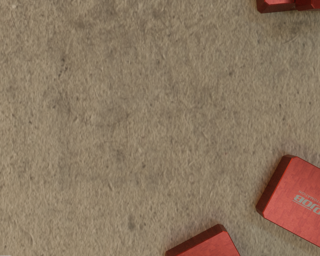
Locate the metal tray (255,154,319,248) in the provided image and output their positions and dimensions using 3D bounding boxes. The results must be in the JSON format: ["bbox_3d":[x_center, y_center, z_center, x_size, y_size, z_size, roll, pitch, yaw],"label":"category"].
[{"bbox_3d":[0.207,0.104,0.410,0.130,0.030,0.090,28,90,-1],"label":"metal tray"}]

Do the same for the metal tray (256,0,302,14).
[{"bbox_3d":[0.194,-0.207,0.409,0.131,0.030,0.089,-6,90,-1],"label":"metal tray"}]

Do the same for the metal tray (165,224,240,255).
[{"bbox_3d":[0.075,0.207,0.409,0.090,0.030,0.130,-28,90,-1],"label":"metal tray"}]

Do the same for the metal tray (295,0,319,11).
[{"bbox_3d":[0.237,-0.195,0.384,0.131,0.030,0.089,-6,106,-13],"label":"metal tray"}]
